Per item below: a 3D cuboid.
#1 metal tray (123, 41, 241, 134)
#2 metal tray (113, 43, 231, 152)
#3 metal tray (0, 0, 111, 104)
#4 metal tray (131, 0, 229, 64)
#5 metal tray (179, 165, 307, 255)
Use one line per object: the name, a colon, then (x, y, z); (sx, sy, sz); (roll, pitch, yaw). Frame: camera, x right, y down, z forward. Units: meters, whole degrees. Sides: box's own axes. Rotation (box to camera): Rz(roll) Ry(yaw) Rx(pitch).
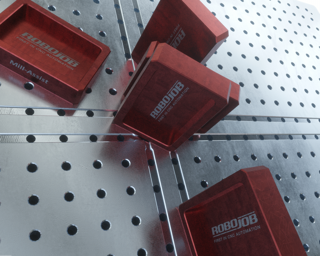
metal tray: (0.028, -0.048, 0.412); (0.131, 0.090, 0.030); (25, 53, -13)
metal tray: (0.009, -0.028, 0.364); (0.090, 0.129, 0.030); (28, 52, -12)
metal tray: (-0.140, -0.099, 0.390); (0.131, 0.030, 0.090); (30, 52, -10)
metal tray: (0.021, -0.112, 0.422); (0.090, 0.129, 0.030); (48, 51, 5)
metal tray: (0.074, 0.104, 0.319); (0.030, 0.129, 0.090); (-3, 64, -30)
